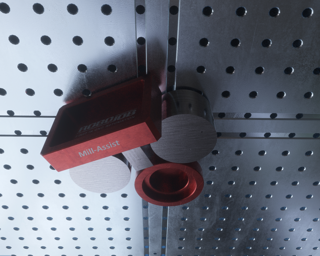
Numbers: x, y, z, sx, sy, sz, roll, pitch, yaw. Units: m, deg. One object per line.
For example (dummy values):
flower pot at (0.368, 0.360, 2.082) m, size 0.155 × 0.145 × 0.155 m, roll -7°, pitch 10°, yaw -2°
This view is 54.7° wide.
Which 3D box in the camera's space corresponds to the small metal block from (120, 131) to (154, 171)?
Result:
small metal block at (-0.030, 0.019, 0.406) m, size 0.025 × 0.050 × 0.050 m, roll -20°, pitch 128°, yaw 16°

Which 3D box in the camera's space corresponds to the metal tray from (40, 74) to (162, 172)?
metal tray at (-0.064, -0.007, 0.356) m, size 0.130 × 0.090 × 0.030 m, roll -18°, pitch 128°, yaw 15°

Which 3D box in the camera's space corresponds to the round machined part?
round machined part at (0.013, 0.069, 0.454) m, size 0.099 × 0.042 × 0.097 m, roll 0°, pitch 130°, yaw 0°

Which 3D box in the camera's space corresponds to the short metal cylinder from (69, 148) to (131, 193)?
short metal cylinder at (-0.079, 0.045, 0.428) m, size 0.081 × 0.050 × 0.079 m, roll 0°, pitch 130°, yaw 0°

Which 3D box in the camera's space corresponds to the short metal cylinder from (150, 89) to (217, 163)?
short metal cylinder at (0.028, -0.001, 0.389) m, size 0.081 × 0.050 × 0.079 m, roll 0°, pitch 130°, yaw 0°
